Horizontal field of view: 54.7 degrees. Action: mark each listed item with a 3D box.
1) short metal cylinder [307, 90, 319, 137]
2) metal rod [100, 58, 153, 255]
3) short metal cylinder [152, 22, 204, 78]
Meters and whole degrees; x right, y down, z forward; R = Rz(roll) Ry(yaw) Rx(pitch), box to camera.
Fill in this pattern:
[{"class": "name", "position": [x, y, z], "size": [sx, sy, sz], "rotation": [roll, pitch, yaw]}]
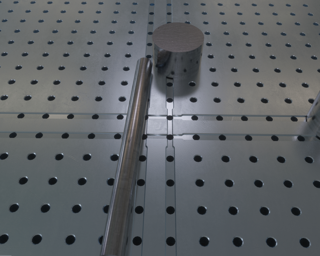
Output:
[{"class": "short metal cylinder", "position": [0.246, -0.022, 0.412], "size": [0.081, 0.050, 0.080], "rotation": [0, 50, 0]}, {"class": "metal rod", "position": [-0.035, 0.012, 0.396], "size": [0.025, 0.025, 0.300], "rotation": [3, 50, 3]}, {"class": "short metal cylinder", "position": [0.028, -0.125, 0.497], "size": [0.081, 0.050, 0.080], "rotation": [0, 50, 0]}]
